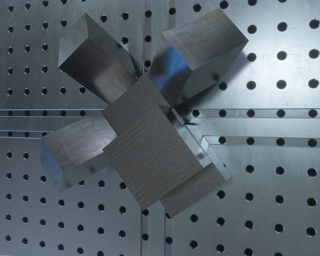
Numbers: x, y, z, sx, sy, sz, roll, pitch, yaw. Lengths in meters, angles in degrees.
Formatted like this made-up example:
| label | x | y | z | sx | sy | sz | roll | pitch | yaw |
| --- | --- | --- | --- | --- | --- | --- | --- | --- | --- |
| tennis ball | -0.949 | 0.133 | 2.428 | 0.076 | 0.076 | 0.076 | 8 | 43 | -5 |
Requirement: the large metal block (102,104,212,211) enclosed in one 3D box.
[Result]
| label | x | y | z | sx | sy | sz | roll | pitch | yaw |
| --- | --- | --- | --- | --- | --- | --- | --- | --- | --- |
| large metal block | -0.002 | 0.031 | 0.346 | 0.080 | 0.050 | 0.080 | -39 | 79 | 15 |

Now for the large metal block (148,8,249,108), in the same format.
| label | x | y | z | sx | sy | sz | roll | pitch | yaw |
| --- | --- | --- | --- | --- | --- | --- | --- | --- | --- |
| large metal block | 0.040 | -0.077 | 0.353 | 0.080 | 0.080 | 0.050 | -31 | 77 | -23 |

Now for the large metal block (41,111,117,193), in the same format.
| label | x | y | z | sx | sy | sz | roll | pitch | yaw |
| --- | --- | --- | --- | --- | --- | --- | --- | --- | --- |
| large metal block | -0.105 | 0.033 | 0.405 | 0.050 | 0.081 | 0.080 | 54 | 148 | 13 |

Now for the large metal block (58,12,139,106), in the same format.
| label | x | y | z | sx | sy | sz | roll | pitch | yaw |
| --- | --- | --- | --- | --- | --- | --- | --- | --- | --- |
| large metal block | -0.079 | -0.088 | 0.395 | 0.050 | 0.080 | 0.080 | -40 | 38 | 16 |

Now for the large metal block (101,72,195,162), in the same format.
| label | x | y | z | sx | sy | sz | roll | pitch | yaw |
| --- | --- | --- | --- | --- | --- | --- | --- | --- | --- |
| large metal block | -0.015 | -0.013 | 0.405 | 0.080 | 0.050 | 0.080 | -40 | 78 | 15 |

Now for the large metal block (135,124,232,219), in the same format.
| label | x | y | z | sx | sy | sz | roll | pitch | yaw |
| --- | --- | --- | --- | --- | --- | --- | --- | --- | --- |
| large metal block | 0.030 | 0.052 | 0.388 | 0.080 | 0.050 | 0.080 | -38 | 77 | 15 |
